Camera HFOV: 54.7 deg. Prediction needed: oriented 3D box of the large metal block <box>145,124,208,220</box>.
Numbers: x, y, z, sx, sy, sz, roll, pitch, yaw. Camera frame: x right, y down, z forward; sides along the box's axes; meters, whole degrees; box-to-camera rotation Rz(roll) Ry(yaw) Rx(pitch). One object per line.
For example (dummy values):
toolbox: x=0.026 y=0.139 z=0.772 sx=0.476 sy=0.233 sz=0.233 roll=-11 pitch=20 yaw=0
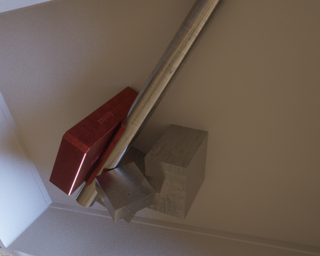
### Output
large metal block: x=0.023 y=0.053 z=0.392 sx=0.050 sy=0.080 sz=0.079 roll=13 pitch=124 yaw=21

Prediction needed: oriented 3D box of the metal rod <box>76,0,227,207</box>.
metal rod: x=-0.019 y=-0.022 z=0.343 sx=0.025 sy=0.025 sz=0.298 roll=36 pitch=112 yaw=4

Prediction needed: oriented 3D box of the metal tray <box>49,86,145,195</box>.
metal tray: x=-0.073 y=0.012 z=0.383 sx=0.030 sy=0.131 sz=0.089 roll=36 pitch=130 yaw=5

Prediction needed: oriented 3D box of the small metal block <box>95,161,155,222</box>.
small metal block: x=-0.041 y=0.073 z=0.360 sx=0.050 sy=0.050 sz=0.025 roll=49 pitch=146 yaw=34

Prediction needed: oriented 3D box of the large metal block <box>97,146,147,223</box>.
large metal block: x=-0.050 y=0.073 z=0.443 sx=0.080 sy=0.080 sz=0.050 roll=32 pitch=128 yaw=7
